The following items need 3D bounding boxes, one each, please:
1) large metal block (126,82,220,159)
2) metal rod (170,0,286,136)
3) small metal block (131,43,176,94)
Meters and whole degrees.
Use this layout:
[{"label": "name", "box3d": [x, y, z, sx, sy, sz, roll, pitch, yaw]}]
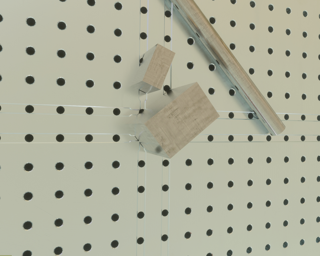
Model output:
[{"label": "large metal block", "box3d": [0.013, -0.010, 0.389, 0.080, 0.080, 0.050, -39, 103, -16]}, {"label": "metal rod", "box3d": [0.089, -0.107, 0.446, 0.025, 0.025, 0.300, -44, 104, -15]}, {"label": "small metal block", "box3d": [-0.010, -0.074, 0.397, 0.025, 0.050, 0.050, 24, 82, -19]}]
